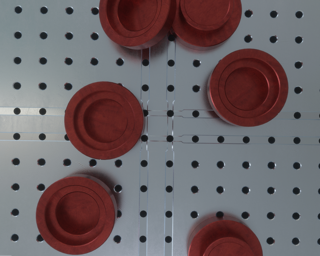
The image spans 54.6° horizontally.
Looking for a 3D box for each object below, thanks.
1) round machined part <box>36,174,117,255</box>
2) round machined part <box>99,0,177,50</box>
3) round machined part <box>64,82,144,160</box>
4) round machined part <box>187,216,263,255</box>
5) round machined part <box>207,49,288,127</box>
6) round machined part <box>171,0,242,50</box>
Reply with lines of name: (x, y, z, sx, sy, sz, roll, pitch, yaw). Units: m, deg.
round machined part: (-0.105, 0.108, 0.404, 0.099, 0.042, 0.097, 0, 90, 0)
round machined part: (-0.024, -0.149, 0.393, 0.098, 0.042, 0.097, 1, 93, 23)
round machined part: (-0.069, -0.009, 0.404, 0.099, 0.042, 0.097, 0, 90, 0)
round machined part: (0.086, 0.170, 0.405, 0.099, 0.042, 0.097, 0, 90, 0)
round machined part: (0.111, -0.050, 0.406, 0.099, 0.042, 0.097, 0, 90, 0)
round machined part: (0.058, -0.155, 0.405, 0.099, 0.042, 0.097, 0, 90, 0)
